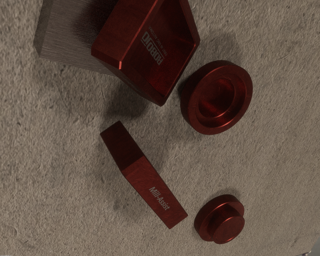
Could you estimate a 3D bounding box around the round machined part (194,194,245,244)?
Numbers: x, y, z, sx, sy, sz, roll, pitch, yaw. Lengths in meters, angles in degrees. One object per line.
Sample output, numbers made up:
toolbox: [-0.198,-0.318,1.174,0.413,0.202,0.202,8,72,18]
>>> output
round machined part: [0.116,0.174,0.569,0.099,0.042,0.097,-14,125,-21]

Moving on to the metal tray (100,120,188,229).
metal tray: [-0.019,0.060,0.393,0.030,0.090,0.130,-36,129,-5]

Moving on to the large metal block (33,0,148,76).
large metal block: [-0.066,-0.101,0.293,0.081,0.050,0.079,9,114,-33]

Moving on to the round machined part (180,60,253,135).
round machined part: [0.070,-0.043,0.409,0.099,0.042,0.097,-14,125,-21]

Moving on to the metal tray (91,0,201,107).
metal tray: [-0.004,-0.080,0.298,0.090,0.030,0.130,-60,162,-1]
